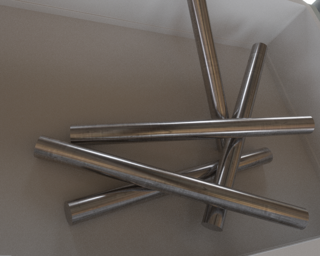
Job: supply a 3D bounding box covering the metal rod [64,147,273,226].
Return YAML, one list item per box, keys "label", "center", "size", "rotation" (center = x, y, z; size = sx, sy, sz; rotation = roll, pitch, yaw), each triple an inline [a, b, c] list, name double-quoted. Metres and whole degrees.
- label: "metal rod"
  center: [0.035, 0.063, 0.387]
  size: [0.303, 0.025, 0.025]
  rotation: [-10, 67, -33]

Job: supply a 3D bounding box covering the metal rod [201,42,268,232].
- label: "metal rod"
  center: [0.110, -0.008, 0.425]
  size: [0.025, 0.025, 0.300]
  rotation: [29, 60, -11]

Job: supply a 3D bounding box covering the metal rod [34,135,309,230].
- label: "metal rod"
  center: [0.017, 0.061, 0.339]
  size: [0.302, 0.025, 0.025]
  rotation: [16, 54, -5]

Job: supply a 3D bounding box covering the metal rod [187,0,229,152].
- label: "metal rod"
  center: [0.063, -0.113, 0.424]
  size: [0.025, 0.025, 0.298]
  rotation: [-18, 99, -35]

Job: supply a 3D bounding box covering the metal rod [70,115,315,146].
- label: "metal rod"
  center: [0.048, 0.002, 0.379]
  size: [0.302, 0.025, 0.025]
  rotation: [-2, 62, -12]
